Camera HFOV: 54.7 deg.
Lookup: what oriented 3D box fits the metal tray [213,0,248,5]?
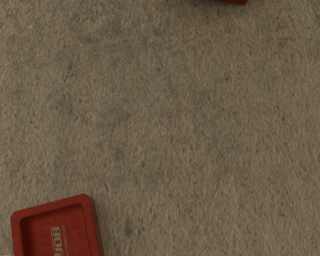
[{"bbox_3d":[0.077,-0.244,0.478,0.131,0.030,0.090,3,69,-16],"label":"metal tray"}]

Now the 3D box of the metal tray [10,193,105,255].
[{"bbox_3d":[-0.111,0.149,0.349,0.091,0.030,0.130,-14,71,-6],"label":"metal tray"}]
